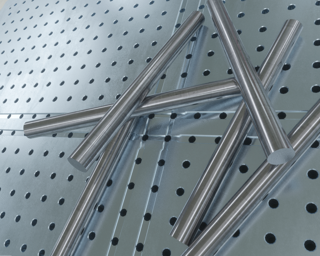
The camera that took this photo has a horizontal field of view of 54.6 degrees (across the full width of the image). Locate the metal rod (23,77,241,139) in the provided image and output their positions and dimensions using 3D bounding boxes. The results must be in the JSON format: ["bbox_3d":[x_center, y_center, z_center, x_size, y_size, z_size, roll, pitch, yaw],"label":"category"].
[{"bbox_3d":[-0.042,-0.025,0.416,0.301,0.025,0.025,-11,57,11],"label":"metal rod"}]

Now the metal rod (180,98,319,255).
[{"bbox_3d":[0.087,0.075,0.316,0.300,0.025,0.025,-47,51,-5],"label":"metal rod"}]

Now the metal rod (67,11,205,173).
[{"bbox_3d":[-0.015,-0.066,0.408,0.025,0.025,0.301,12,52,33],"label":"metal rod"}]

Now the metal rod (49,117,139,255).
[{"bbox_3d":[-0.093,0.095,0.399,0.025,0.025,0.300,12,67,33],"label":"metal rod"}]

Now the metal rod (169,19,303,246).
[{"bbox_3d":[0.096,-0.006,0.362,0.025,0.025,0.300,21,73,36],"label":"metal rod"}]

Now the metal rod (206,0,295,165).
[{"bbox_3d":[0.098,-0.084,0.383,0.025,0.025,0.300,-21,46,16],"label":"metal rod"}]
